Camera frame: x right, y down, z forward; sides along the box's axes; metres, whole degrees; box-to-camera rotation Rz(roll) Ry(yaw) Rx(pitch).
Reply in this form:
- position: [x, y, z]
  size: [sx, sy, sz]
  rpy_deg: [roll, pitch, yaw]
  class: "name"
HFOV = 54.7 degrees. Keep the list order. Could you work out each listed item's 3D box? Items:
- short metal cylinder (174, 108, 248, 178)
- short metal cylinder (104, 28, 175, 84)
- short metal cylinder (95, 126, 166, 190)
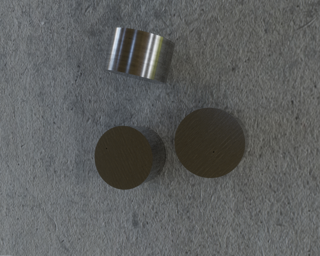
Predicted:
- position: [0.063, 0.017, 0.373]
  size: [0.080, 0.050, 0.080]
  rpy_deg: [0, 90, 20]
  class: "short metal cylinder"
- position: [-0.026, -0.088, 0.389]
  size: [0.080, 0.080, 0.050]
  rpy_deg: [15, 95, 19]
  class: "short metal cylinder"
- position: [-0.038, 0.037, 0.409]
  size: [0.080, 0.050, 0.080]
  rpy_deg: [0, 90, 20]
  class: "short metal cylinder"
